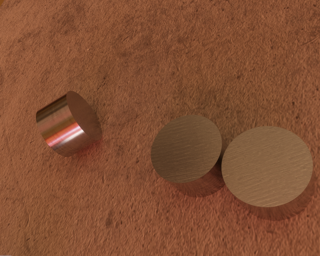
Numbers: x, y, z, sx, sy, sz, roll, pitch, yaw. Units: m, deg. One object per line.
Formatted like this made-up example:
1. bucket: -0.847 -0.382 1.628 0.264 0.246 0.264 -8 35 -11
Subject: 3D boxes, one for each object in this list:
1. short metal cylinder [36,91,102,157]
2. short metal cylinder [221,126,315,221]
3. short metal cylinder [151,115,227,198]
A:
1. short metal cylinder: -0.127 -0.006 0.439 0.050 0.080 0.080 -29 52 10
2. short metal cylinder: 0.107 0.045 0.304 0.080 0.050 0.080 -13 56 21
3. short metal cylinder: 0.037 0.032 0.349 0.080 0.050 0.080 -13 56 21
